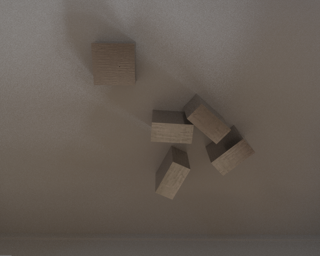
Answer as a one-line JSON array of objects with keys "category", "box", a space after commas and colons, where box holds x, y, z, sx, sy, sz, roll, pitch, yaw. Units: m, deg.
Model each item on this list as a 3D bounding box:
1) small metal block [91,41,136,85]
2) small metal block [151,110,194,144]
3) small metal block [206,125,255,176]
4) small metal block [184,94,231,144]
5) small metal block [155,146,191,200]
[{"category": "small metal block", "box": [-0.055, -0.080, 0.381, 0.050, 0.025, 0.050, 0, 110, -1]}, {"category": "small metal block", "box": [0.015, -0.003, 0.397, 0.050, 0.050, 0.025, 3, 111, -2]}, {"category": "small metal block", "box": [0.091, 0.028, 0.410, 0.050, 0.050, 0.025, -39, 106, 13]}, {"category": "small metal block", "box": [0.059, -0.013, 0.394, 0.050, 0.050, 0.025, 40, 105, -14]}, {"category": "small metal block", "box": [0.016, 0.059, 0.420, 0.025, 0.050, 0.050, 25, 108, -9]}]
